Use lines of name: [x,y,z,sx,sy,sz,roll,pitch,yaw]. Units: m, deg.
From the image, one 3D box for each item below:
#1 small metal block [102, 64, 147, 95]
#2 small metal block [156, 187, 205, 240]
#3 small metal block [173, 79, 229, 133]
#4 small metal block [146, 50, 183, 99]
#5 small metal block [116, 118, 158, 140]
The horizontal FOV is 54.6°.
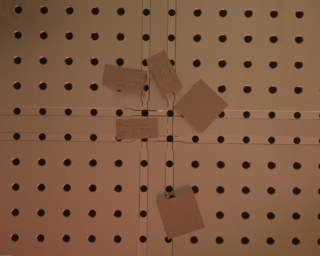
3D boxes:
small metal block: [-0.044,-0.062,0.401,0.050,0.050,0.025,9,90,0]
small metal block: [0.027,0.113,0.414,0.050,0.025,0.050,-18,90,0]
small metal block: [0.054,-0.029,0.414,0.050,0.025,0.050,43,90,0]
small metal block: [0.005,-0.067,0.401,0.025,0.050,0.050,-27,90,0]
small metal block: [-0.028,0.001,0.401,0.050,0.050,0.025,-2,90,0]
